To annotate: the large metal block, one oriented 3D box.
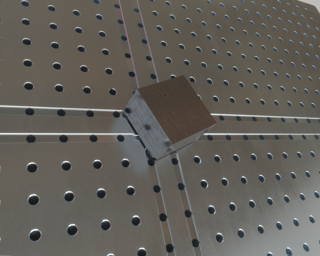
[{"bbox_3d":[0.013,-0.015,0.406,0.081,0.050,0.080,-23,74,-37],"label":"large metal block"}]
